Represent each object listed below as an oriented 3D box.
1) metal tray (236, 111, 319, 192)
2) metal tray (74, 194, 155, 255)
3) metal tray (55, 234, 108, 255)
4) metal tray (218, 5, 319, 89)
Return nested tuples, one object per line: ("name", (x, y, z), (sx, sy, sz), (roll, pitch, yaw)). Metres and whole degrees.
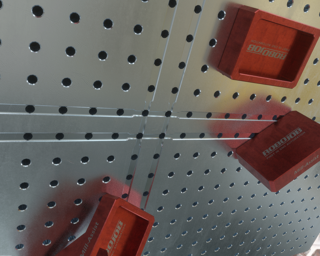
("metal tray", (0.203, 0.034, 0.503), (0.130, 0.090, 0.030), (-33, 129, -7))
("metal tray", (-0.067, 0.170, 0.436), (0.090, 0.030, 0.130), (42, 62, -39))
("metal tray", (-0.127, 0.215, 0.420), (0.130, 0.090, 0.030), (-39, 130, 10))
("metal tray", (0.152, -0.107, 0.427), (0.131, 0.030, 0.089), (2, 117, -30))
